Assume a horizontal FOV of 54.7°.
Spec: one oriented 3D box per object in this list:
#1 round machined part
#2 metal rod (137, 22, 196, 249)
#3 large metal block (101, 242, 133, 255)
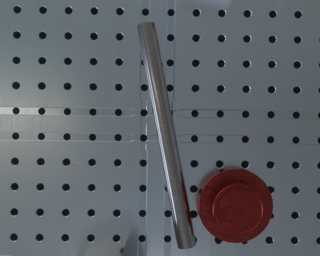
[{"bbox_3d":[0.100,0.103,0.406,0.099,0.042,0.097,0,90,0],"label":"round machined part"},{"bbox_3d":[0.008,0.010,0.413,0.025,0.025,0.298,-11,90,0],"label":"metal rod"},{"bbox_3d":[-0.070,0.198,0.385,0.080,0.080,0.050,-28,90,0],"label":"large metal block"}]
